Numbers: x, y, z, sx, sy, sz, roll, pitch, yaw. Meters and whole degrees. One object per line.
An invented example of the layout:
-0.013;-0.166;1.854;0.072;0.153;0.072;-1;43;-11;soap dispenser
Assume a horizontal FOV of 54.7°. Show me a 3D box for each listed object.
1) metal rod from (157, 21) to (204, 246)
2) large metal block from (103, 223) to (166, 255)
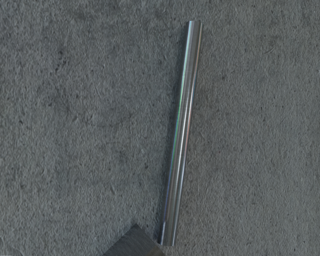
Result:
0.028;0.005;0.419;0.025;0.025;0.298;9;87;-20;metal rod
-0.032;0.171;0.369;0.080;0.080;0.050;-41;103;-15;large metal block
